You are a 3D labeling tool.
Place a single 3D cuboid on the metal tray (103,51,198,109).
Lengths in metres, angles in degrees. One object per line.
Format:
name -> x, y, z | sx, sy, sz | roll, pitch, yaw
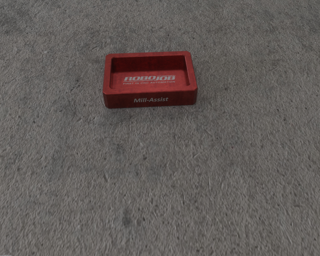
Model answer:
metal tray -> -0.015, -0.074, 0.461 | 0.131, 0.030, 0.090 | -3, 50, -3
